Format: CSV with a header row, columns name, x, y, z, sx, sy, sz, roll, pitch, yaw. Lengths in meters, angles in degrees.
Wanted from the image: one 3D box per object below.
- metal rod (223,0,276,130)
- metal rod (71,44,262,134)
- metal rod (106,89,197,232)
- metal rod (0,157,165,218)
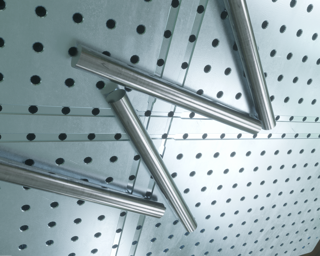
name,x,y,z,sx,sy,sz,roll,pitch,yaw
metal rod,0.115,-0.105,0.407,0.025,0.025,0.300,-35,129,-5
metal rod,0.032,-0.038,0.404,0.302,0.025,0.025,17,109,-35
metal rod,0.001,0.067,0.452,0.025,0.025,0.299,-32,129,-7
metal rod,-0.109,0.078,0.399,0.301,0.025,0.025,26,104,-37
